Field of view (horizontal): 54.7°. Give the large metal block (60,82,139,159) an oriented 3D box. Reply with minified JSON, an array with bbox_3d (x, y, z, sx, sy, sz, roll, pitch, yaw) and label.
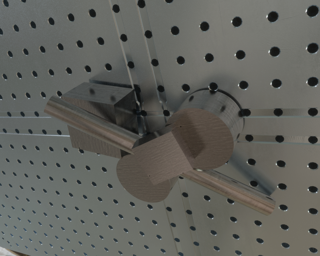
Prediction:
[{"bbox_3d":[-0.079,-0.012,0.422,0.080,0.050,0.079,10,123,22],"label":"large metal block"}]

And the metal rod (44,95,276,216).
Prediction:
[{"bbox_3d":[0.005,0.037,0.381,0.301,0.025,0.025,25,129,-6],"label":"metal rod"}]

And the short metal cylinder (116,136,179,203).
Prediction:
[{"bbox_3d":[-0.013,0.056,0.432,0.080,0.050,0.079,13,124,21],"label":"short metal cylinder"}]

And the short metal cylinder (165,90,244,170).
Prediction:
[{"bbox_3d":[0.052,0.002,0.364,0.080,0.050,0.079,13,124,21],"label":"short metal cylinder"}]

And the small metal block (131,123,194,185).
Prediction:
[{"bbox_3d":[0.004,0.030,0.349,0.050,0.025,0.050,-25,105,18],"label":"small metal block"}]
